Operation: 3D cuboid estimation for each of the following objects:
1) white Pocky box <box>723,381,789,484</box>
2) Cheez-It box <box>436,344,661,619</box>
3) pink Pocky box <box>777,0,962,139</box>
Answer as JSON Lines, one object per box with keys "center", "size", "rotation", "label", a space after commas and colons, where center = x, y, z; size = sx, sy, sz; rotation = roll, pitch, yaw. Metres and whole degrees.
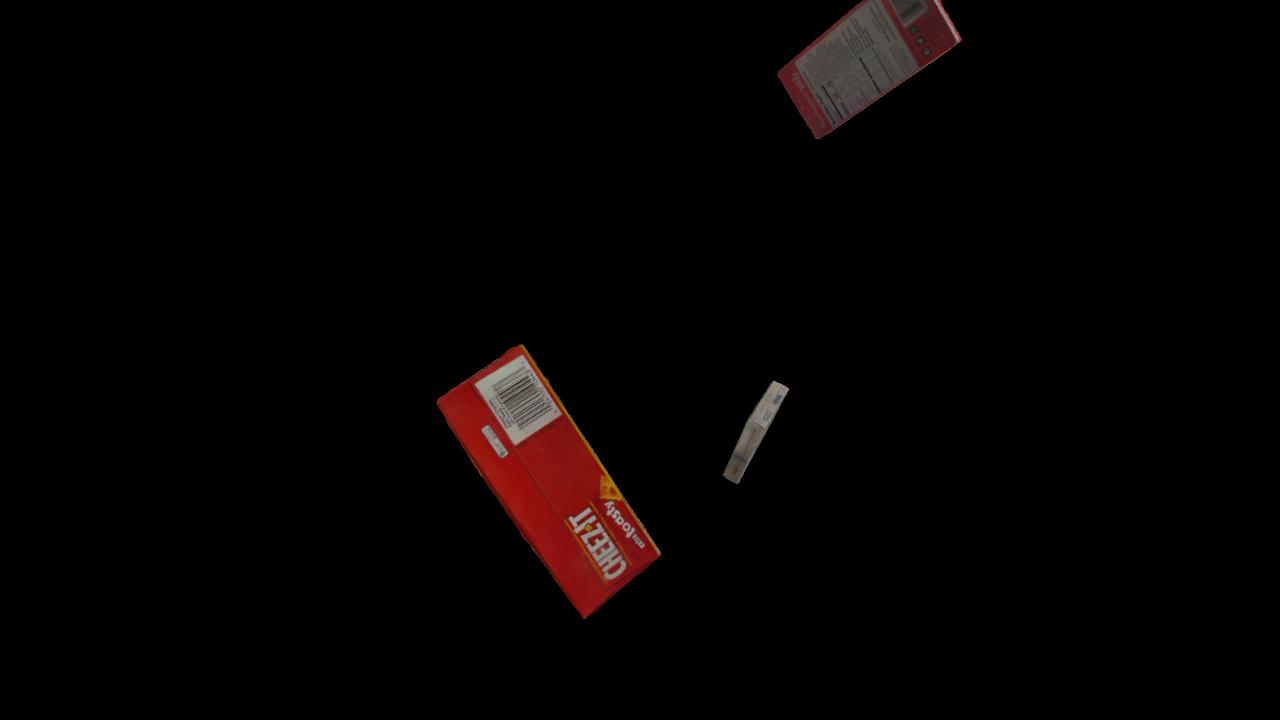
{"center": [0.160, 0.103, 0.862], "size": [0.028, 0.084, 0.154], "rotation": [29, -37, 14], "label": "white Pocky box"}
{"center": [-0.080, 0.087, 0.482], "size": [0.071, 0.166, 0.223], "rotation": [-34, 2, -15], "label": "Cheez-It box"}
{"center": [0.218, -0.296, 0.603], "size": [0.155, 0.084, 0.029], "rotation": [-27, 10, 47], "label": "pink Pocky box"}
